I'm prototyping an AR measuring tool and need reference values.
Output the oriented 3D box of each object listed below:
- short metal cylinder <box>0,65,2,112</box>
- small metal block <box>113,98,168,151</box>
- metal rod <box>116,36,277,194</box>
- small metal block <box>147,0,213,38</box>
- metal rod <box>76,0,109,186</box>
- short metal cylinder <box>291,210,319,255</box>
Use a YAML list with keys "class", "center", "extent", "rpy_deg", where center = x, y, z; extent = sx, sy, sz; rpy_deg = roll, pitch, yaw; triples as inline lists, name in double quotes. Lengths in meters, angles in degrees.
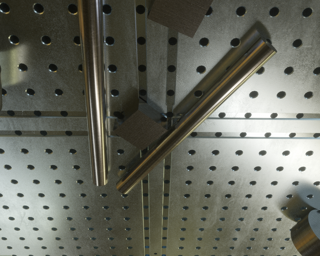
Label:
- class: "short metal cylinder"
  center: [-0.217, -0.045, 0.335]
  extent: [0.081, 0.080, 0.050]
  rpy_deg: [13, 129, -11]
- class: "small metal block"
  center: [-0.025, -0.004, 0.408]
  extent: [0.050, 0.025, 0.050]
  rpy_deg: [36, 121, -27]
- class: "metal rod"
  center: [0.029, 0.001, 0.412]
  extent: [0.025, 0.025, 0.299]
  rpy_deg: [29, 124, -23]
- class: "small metal block"
  center: [0.021, -0.125, 0.305]
  extent: [0.050, 0.025, 0.050]
  rpy_deg: [19, 128, -16]
- class: "metal rod"
  center: [-0.079, -0.033, 0.382]
  extent: [0.025, 0.025, 0.298]
  rpy_deg: [4, 130, -3]
- class: "short metal cylinder"
  center: [0.280, 0.191, 0.541]
  extent: [0.081, 0.080, 0.050]
  rpy_deg: [16, 128, -13]
